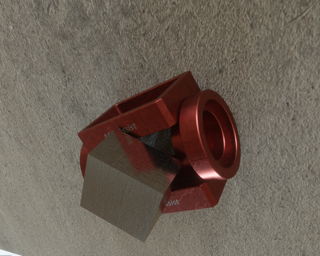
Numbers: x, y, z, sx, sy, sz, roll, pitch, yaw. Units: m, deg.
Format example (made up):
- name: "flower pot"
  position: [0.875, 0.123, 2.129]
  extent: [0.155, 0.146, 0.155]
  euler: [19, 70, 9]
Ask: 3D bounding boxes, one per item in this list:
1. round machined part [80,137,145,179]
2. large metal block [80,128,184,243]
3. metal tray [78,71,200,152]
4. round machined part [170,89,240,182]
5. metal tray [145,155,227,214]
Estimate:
- name: "round machined part"
  position: [-0.055, 0.044, 0.415]
  extent: [0.042, 0.098, 0.098]
  euler: [-17, 110, 34]
- name: "large metal block"
  position: [-0.032, 0.060, 0.325]
  extent: [0.080, 0.050, 0.079]
  euler: [26, 128, 11]
- name: "metal tray"
  position: [-0.025, -0.018, 0.368]
  extent: [0.130, 0.090, 0.030]
  euler: [-19, 108, 35]
- name: "round machined part"
  position: [0.048, 0.010, 0.341]
  extent: [0.042, 0.098, 0.098]
  euler: [-17, 110, 34]
- name: "metal tray"
  position: [0.021, 0.067, 0.394]
  extent: [0.130, 0.090, 0.030]
  euler: [-19, 109, 35]
